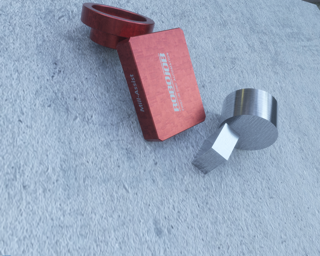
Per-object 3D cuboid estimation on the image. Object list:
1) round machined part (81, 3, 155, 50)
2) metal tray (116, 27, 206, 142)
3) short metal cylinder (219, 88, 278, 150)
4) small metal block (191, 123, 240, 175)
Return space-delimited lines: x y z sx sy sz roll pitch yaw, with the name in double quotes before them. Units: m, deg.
"round machined part" -0.060 -0.138 0.428 0.099 0.042 0.098 13 26 -6
"metal tray" 0.005 -0.057 0.403 0.091 0.030 0.129 -24 103 -37
"short metal cylinder" 0.128 -0.011 0.447 0.080 0.080 0.050 26 53 -13
"small metal block" 0.074 0.028 0.412 0.025 0.050 0.050 40 51 -2
